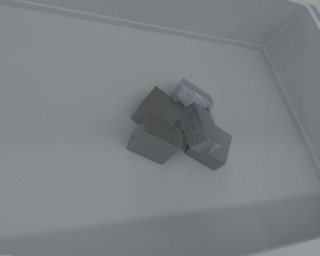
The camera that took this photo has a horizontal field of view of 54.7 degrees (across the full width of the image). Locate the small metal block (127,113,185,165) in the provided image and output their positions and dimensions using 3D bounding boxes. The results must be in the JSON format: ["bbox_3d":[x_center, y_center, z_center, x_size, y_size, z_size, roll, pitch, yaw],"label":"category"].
[{"bbox_3d":[-0.006,0.015,0.376,0.050,0.050,0.025,26,53,-13],"label":"small metal block"}]

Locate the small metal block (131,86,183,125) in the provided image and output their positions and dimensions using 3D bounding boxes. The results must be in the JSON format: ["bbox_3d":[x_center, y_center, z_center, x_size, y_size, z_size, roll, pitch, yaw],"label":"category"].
[{"bbox_3d":[-0.002,-0.020,0.415,0.050,0.025,0.050,37,51,-4],"label":"small metal block"}]

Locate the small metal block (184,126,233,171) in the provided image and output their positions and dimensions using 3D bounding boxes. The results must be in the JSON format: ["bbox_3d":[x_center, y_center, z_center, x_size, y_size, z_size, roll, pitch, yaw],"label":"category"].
[{"bbox_3d":[0.068,0.022,0.428,0.050,0.025,0.050,31,52,-9],"label":"small metal block"}]

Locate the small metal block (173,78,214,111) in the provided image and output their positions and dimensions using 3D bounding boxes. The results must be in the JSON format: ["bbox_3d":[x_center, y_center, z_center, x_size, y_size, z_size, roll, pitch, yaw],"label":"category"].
[{"bbox_3d":[0.047,-0.043,0.443,0.050,0.025,0.050,32,19,-8],"label":"small metal block"}]

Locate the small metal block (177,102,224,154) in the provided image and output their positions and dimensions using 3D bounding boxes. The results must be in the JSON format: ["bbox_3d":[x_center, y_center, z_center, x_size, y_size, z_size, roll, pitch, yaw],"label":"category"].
[{"bbox_3d":[0.051,0.001,0.385,0.050,0.025,0.050,22,45,-57],"label":"small metal block"}]
